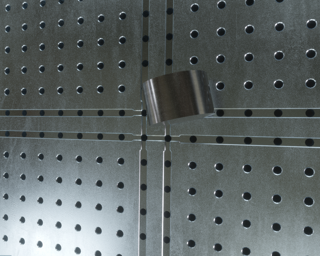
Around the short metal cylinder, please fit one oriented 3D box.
[{"bbox_3d":[0.022,-0.034,0.375,0.080,0.080,0.050,-12,86,19],"label":"short metal cylinder"}]
